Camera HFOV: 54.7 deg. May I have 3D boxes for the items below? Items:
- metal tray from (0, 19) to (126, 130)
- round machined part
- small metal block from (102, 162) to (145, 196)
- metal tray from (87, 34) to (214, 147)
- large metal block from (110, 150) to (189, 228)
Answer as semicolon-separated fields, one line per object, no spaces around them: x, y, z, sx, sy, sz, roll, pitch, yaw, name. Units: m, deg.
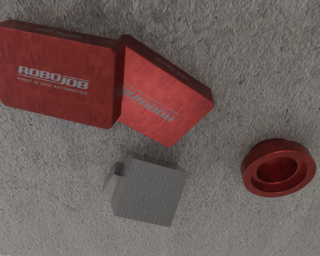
-0.106;-0.056;0.327;0.131;0.030;0.089;13;122;7;metal tray
0.164;0.053;0.442;0.099;0.042;0.097;0;130;0;round machined part
-0.055;0.084;0.478;0.050;0.025;0.050;21;127;-17;small metal block
-0.013;-0.039;0.371;0.131;0.030;0.090;29;124;-23;metal tray
-0.016;0.085;0.437;0.081;0.050;0.080;17;93;-17;large metal block
